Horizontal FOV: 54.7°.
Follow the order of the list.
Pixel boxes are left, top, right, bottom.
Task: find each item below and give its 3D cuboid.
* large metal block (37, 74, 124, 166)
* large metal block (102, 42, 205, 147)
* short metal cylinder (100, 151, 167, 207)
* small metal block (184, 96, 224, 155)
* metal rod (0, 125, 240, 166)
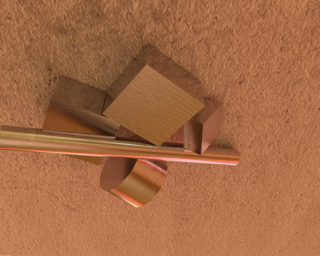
[{"bbox_3d":[-0.097,-0.008,0.384,0.080,0.050,0.079,19,127,-16],"label":"large metal block"},{"bbox_3d":[-0.007,-0.036,0.358,0.080,0.050,0.080,32,123,-25],"label":"large metal block"},{"bbox_3d":[-0.037,0.060,0.423,0.080,0.080,0.050,-36,122,26],"label":"short metal cylinder"},{"bbox_3d":[0.054,-0.003,0.387,0.025,0.050,0.050,24,137,27],"label":"small metal block"},{"bbox_3d":[-0.026,0.025,0.376,0.302,0.025,0.025,7,132,-28],"label":"metal rod"}]
